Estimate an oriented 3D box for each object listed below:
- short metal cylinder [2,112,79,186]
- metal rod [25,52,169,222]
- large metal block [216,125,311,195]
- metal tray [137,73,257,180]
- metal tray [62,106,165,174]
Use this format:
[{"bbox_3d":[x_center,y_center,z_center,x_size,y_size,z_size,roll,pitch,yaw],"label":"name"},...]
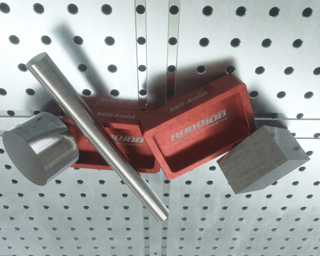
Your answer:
[{"bbox_3d":[-0.150,0.026,0.392,0.080,0.050,0.079,22,131,27],"label":"short metal cylinder"},{"bbox_3d":[-0.061,0.033,0.400,0.025,0.025,0.299,-20,128,16],"label":"metal rod"},{"bbox_3d":[0.137,0.043,0.410,0.081,0.050,0.080,6,139,-48],"label":"large metal block"},{"bbox_3d":[0.050,0.001,0.385,0.130,0.030,0.090,-27,127,0],"label":"metal tray"},{"bbox_3d":[-0.061,0.018,0.422,0.131,0.030,0.089,5,130,-5],"label":"metal tray"}]
